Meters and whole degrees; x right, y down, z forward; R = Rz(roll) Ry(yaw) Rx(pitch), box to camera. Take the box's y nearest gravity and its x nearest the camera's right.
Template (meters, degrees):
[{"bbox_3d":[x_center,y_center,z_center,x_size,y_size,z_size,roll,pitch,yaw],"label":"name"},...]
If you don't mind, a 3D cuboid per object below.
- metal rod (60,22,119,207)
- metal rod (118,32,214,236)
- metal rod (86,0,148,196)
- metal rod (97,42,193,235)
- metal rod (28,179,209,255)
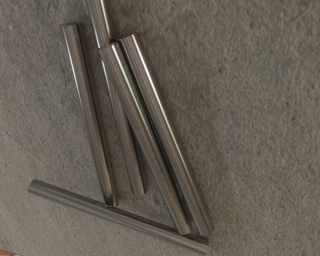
[{"bbox_3d":[-0.096,0.001,0.455,0.025,0.025,0.298,8,122,24],"label":"metal rod"},{"bbox_3d":[0.016,0.023,0.411,0.025,0.025,0.299,-9,114,32],"label":"metal rod"},{"bbox_3d":[-0.053,-0.033,0.412,0.025,0.025,0.298,5,121,25],"label":"metal rod"},{"bbox_3d":[-0.010,0.032,0.417,0.025,0.025,0.299,-5,120,30],"label":"metal rod"},{"bbox_3d":[-0.070,0.142,0.500,0.301,0.025,0.025,18,126,6],"label":"metal rod"}]
